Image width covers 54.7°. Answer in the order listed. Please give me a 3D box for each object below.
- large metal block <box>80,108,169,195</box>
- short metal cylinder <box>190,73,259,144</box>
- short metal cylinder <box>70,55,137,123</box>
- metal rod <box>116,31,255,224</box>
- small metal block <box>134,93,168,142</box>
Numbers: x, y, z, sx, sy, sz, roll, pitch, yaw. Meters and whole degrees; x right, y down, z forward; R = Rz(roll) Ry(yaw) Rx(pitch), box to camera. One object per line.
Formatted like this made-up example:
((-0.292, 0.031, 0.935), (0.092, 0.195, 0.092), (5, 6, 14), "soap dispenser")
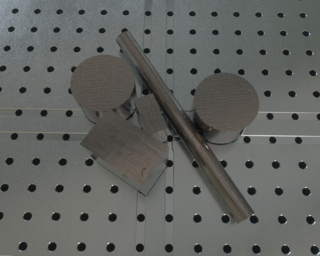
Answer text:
((-0.037, 0.032, 0.366), (0.080, 0.080, 0.050), (32, 74, 11), "large metal block")
((0.082, -0.025, 0.404), (0.081, 0.050, 0.080), (0, 70, 0), "short metal cylinder")
((-0.072, -0.050, 0.412), (0.081, 0.050, 0.080), (0, 70, 0), "short metal cylinder")
((0.024, -0.013, 0.412), (0.025, 0.025, 0.299), (-30, 73, -10), "metal rod")
((-0.011, -0.009, 0.397), (0.025, 0.050, 0.050), (-20, 72, -7), "small metal block")
